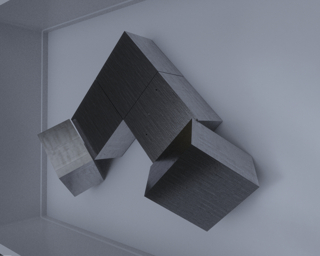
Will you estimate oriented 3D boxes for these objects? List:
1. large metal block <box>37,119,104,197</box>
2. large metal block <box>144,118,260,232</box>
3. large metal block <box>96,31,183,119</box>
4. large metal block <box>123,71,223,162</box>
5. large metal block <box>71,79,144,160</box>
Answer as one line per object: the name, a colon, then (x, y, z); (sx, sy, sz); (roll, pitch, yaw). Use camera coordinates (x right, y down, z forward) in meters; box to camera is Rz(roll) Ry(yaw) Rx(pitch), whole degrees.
large metal block: (-0.134, 0.047, 0.471); (0.080, 0.050, 0.080); (54, 164, 26)
large metal block: (0.042, 0.050, 0.326); (0.080, 0.050, 0.080); (32, 118, -12)
large metal block: (-0.030, -0.067, 0.413); (0.080, 0.050, 0.080); (-51, 60, 28)
large metal block: (0.013, -0.009, 0.377); (0.080, 0.050, 0.080); (-51, 60, 28)
large metal block: (-0.075, -0.012, 0.450); (0.080, 0.050, 0.080); (-51, 60, 28)
